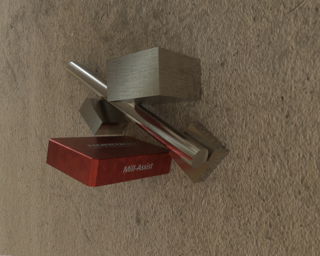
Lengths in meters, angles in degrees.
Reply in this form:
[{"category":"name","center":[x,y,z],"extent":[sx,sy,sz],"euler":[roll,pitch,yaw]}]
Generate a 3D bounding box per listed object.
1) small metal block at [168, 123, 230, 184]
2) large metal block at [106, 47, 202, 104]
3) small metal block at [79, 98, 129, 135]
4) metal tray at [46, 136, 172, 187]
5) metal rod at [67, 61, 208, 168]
[{"category":"small metal block","center":[0.046,0.029,0.368],"extent":[0.050,0.025,0.050],"euler":[49,119,28]},{"category":"large metal block","center":[-0.006,-0.057,0.372],"extent":[0.080,0.081,0.050],"euler":[-2,89,39]},{"category":"small metal block","center":[-0.082,-0.017,0.455],"extent":[0.050,0.050,0.025],"euler":[52,120,27]},{"category":"metal tray","center":[-0.058,0.036,0.384],"extent":[0.090,0.131,0.030],"euler":[16,100,39]},{"category":"metal rod","center":[-0.051,-0.034,0.429],"extent":[0.300,0.025,0.025],"euler":[35,112,39]}]
